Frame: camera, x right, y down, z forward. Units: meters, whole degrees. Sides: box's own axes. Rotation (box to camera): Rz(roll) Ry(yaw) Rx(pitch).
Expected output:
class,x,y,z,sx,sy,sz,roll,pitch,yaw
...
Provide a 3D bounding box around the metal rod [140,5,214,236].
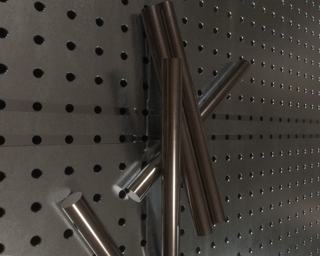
class,x,y,z,sx,sy,sz,roll,pitch,yaw
metal rod,0.022,-0.008,0.403,0.025,0.025,0.298,-15,91,-39

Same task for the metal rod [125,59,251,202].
class,x,y,z,sx,sy,sz,roll,pitch,yaw
metal rod,0.055,-0.012,0.457,0.301,0.025,0.025,-47,118,-30

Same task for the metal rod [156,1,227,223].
class,x,y,z,sx,sy,sz,roll,pitch,yaw
metal rod,0.042,-0.020,0.418,0.025,0.025,0.298,-15,91,-39

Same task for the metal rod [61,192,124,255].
class,x,y,z,sx,sy,sz,roll,pitch,yaw
metal rod,-0.032,0.201,0.384,0.025,0.025,0.299,-41,115,-33

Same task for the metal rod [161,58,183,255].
class,x,y,z,sx,sy,sz,roll,pitch,yaw
metal rod,0.014,0.064,0.391,0.025,0.025,0.298,-11,107,-40
